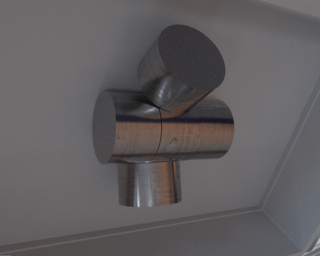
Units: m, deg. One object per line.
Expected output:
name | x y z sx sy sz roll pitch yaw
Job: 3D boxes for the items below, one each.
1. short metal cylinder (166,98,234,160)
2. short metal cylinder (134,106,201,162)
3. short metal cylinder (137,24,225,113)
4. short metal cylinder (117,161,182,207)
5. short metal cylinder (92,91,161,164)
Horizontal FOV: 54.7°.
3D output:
short metal cylinder | 0.049 0.001 0.398 0.050 0.080 0.079 1 118 -29
short metal cylinder | 0.005 0.001 0.374 0.050 0.080 0.079 1 118 -29
short metal cylinder | 0.023 -0.063 0.335 0.081 0.080 0.050 2 155 -29
short metal cylinder | -0.013 0.069 0.397 0.081 0.080 0.050 0 84 -29
short metal cylinder | -0.040 0.000 0.349 0.050 0.080 0.079 1 118 -29
